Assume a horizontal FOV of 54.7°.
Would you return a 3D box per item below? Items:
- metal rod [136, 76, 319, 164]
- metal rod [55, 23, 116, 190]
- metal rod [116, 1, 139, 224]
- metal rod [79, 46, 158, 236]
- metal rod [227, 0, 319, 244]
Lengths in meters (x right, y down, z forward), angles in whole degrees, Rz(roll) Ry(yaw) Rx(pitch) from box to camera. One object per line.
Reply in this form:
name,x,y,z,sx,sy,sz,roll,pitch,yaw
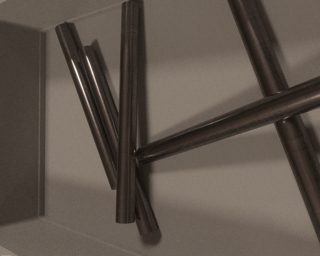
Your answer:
metal rod,0.075,-0.005,0.318,0.299,0.025,0.025,-24,75,45
metal rod,-0.115,-0.045,0.498,0.025,0.025,0.299,-36,68,34
metal rod,-0.044,-0.026,0.422,0.025,0.025,0.298,-5,81,39
metal rod,-0.067,0.007,0.459,0.025,0.025,0.299,-33,70,35
metal rod,0.122,-0.015,0.304,0.025,0.025,0.299,-26,74,37
